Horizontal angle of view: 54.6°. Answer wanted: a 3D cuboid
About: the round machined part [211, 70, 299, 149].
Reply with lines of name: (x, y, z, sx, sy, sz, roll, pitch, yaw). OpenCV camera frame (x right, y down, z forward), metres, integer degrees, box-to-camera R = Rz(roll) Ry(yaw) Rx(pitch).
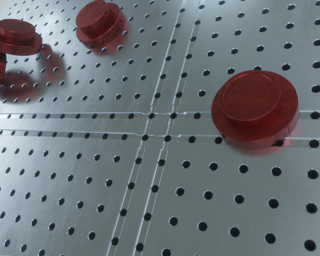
round machined part: (0.107, -0.028, 0.359, 0.098, 0.042, 0.098, -13, 56, 21)

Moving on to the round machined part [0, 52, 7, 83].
round machined part: (-0.353, -0.132, 0.648, 0.098, 0.042, 0.098, -10, 77, 49)

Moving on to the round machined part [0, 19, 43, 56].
round machined part: (-0.292, -0.189, 0.633, 0.098, 0.099, 0.042, 53, 136, 39)

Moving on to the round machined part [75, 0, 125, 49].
round machined part: (-0.119, -0.202, 0.585, 0.098, 0.042, 0.098, -13, 56, 21)
